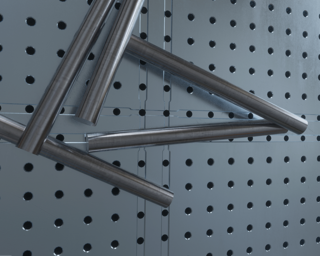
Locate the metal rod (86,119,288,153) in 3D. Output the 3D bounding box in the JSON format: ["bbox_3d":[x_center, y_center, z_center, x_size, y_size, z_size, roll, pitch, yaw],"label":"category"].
[{"bbox_3d":[0.052,0.008,0.433,0.303,0.025,0.025,-4,92,-20],"label":"metal rod"}]

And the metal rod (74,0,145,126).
[{"bbox_3d":[-0.036,-0.144,0.376,0.025,0.025,0.299,24,73,-19],"label":"metal rod"}]

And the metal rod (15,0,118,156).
[{"bbox_3d":[-0.086,-0.109,0.366,0.025,0.025,0.299,27,76,-18],"label":"metal rod"}]

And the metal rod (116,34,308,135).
[{"bbox_3d":[0.077,-0.059,0.428,0.302,0.025,0.025,23,82,-14],"label":"metal rod"}]

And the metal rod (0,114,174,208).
[{"bbox_3d":[-0.116,0.030,0.370,0.301,0.025,0.025,27,81,-18],"label":"metal rod"}]
